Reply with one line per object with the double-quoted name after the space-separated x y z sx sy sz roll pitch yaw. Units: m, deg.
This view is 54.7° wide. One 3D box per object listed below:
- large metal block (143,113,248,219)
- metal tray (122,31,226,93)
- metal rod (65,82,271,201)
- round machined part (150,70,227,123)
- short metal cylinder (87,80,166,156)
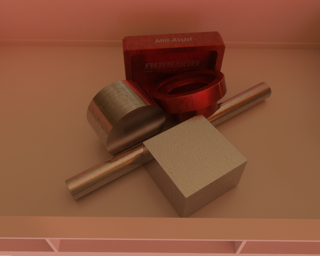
0.037 0.041 0.351 0.081 0.050 0.080 -26 55 -21 "large metal block"
0.017 -0.084 0.430 0.131 0.089 0.030 -5 51 -5 "metal tray"
0.026 0.007 0.397 0.302 0.025 0.025 -26 55 -21 "metal rod"
0.039 -0.040 0.408 0.098 0.042 0.098 -13 24 6 "round machined part"
-0.041 -0.011 0.376 0.081 0.080 0.050 -27 55 -21 "short metal cylinder"
